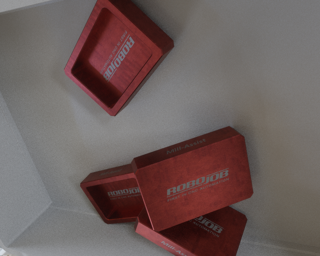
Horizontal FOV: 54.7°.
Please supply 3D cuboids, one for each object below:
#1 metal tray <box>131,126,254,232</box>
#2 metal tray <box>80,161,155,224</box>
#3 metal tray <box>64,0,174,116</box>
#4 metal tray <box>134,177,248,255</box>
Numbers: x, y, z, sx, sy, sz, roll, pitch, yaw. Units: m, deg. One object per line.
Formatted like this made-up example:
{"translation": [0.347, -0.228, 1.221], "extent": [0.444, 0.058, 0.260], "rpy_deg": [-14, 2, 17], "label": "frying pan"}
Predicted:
{"translation": [0.041, 0.061, 0.371], "extent": [0.131, 0.030, 0.089], "rpy_deg": [-18, 113, -7], "label": "metal tray"}
{"translation": [-0.057, 0.108, 0.499], "extent": [0.130, 0.030, 0.090], "rpy_deg": [-17, 110, 34], "label": "metal tray"}
{"translation": [-0.055, -0.083, 0.374], "extent": [0.090, 0.030, 0.129], "rpy_deg": [43, 133, -3], "label": "metal tray"}
{"translation": [0.043, 0.129, 0.420], "extent": [0.130, 0.090, 0.030], "rpy_deg": [27, 136, 10], "label": "metal tray"}
